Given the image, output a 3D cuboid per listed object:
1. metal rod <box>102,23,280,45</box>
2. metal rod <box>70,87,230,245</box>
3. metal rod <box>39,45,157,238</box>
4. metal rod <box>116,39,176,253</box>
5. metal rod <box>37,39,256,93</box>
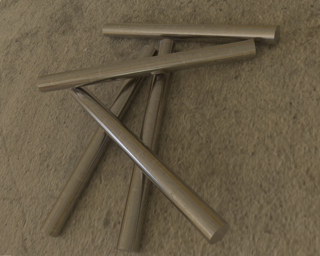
[{"bbox_3d":[0.028,-0.148,0.478,0.300,0.025,0.025,13,69,33],"label":"metal rod"},{"bbox_3d":[-0.035,0.020,0.374,0.025,0.025,0.300,-46,52,-4],"label":"metal rod"},{"bbox_3d":[-0.078,0.006,0.438,0.025,0.025,0.300,14,69,33],"label":"metal rod"},{"bbox_3d":[-0.012,0.003,0.406,0.025,0.025,0.299,-4,60,26],"label":"metal rod"},{"bbox_3d":[-0.025,-0.083,0.428,0.301,0.025,0.025,-8,58,9],"label":"metal rod"}]
